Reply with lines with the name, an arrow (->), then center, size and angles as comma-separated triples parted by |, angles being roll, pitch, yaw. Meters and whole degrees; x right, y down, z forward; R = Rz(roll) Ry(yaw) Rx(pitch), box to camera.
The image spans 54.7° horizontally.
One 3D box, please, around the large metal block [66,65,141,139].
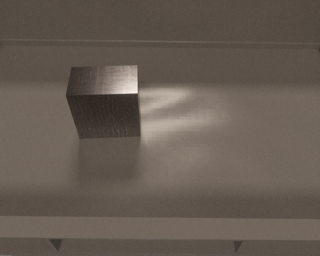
large metal block -> -0.067, -0.032, 0.395 | 0.081, 0.080, 0.050 | -2, 50, -2
